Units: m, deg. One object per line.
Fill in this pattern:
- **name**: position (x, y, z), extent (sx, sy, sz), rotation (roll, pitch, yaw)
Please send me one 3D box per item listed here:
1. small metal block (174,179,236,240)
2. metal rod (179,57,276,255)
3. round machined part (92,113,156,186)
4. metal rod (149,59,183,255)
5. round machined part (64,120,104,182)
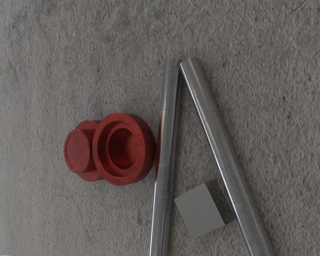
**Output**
- **small metal block**: position (0.052, 0.095, 0.363), extent (0.050, 0.025, 0.050), rotation (-38, 67, 33)
- **metal rod**: position (0.081, 0.058, 0.337), extent (0.025, 0.025, 0.299), rotation (-29, 72, 36)
- **round machined part**: position (-0.045, 0.028, 0.428), extent (0.098, 0.042, 0.097), rotation (0, 90, 36)
- **metal rod**: position (0.006, 0.063, 0.400), extent (0.025, 0.025, 0.298), rotation (8, 95, 39)
- **round machined part**: position (-0.115, 0.036, 0.489), extent (0.098, 0.042, 0.097), rotation (0, 90, 40)
